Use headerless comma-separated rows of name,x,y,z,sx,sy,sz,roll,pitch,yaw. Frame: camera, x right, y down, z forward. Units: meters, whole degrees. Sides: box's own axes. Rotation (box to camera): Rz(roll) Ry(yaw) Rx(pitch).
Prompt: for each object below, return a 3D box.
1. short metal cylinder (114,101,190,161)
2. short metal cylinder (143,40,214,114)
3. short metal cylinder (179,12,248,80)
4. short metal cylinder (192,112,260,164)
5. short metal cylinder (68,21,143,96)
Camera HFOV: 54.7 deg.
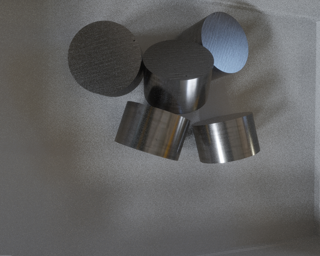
short metal cylinder,-0.009,0.004,0.376,0.081,0.080,0.050,18,88,-19
short metal cylinder,0.021,-0.062,0.369,0.081,0.080,0.050,-20,141,-19
short metal cylinder,0.071,-0.106,0.414,0.081,0.050,0.080,4,81,-32
short metal cylinder,0.088,0.012,0.413,0.081,0.080,0.050,-15,95,-19
short metal cylinder,-0.059,-0.077,0.361,0.080,0.050,0.079,0,92,2
